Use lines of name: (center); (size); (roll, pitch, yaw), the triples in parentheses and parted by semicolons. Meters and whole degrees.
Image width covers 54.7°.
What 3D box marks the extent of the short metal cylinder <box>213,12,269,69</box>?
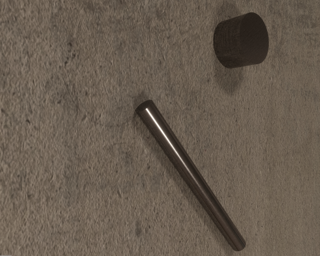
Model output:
short metal cylinder: (0.132, -0.140, 0.502); (0.081, 0.050, 0.079); (0, 90, -40)

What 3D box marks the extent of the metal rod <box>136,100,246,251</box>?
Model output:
metal rod: (0.056, 0.084, 0.454); (0.025, 0.025, 0.299); (-49, 120, -29)
